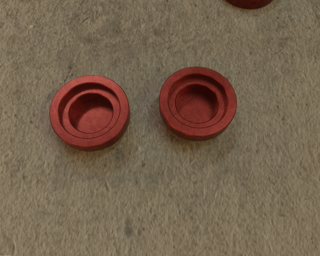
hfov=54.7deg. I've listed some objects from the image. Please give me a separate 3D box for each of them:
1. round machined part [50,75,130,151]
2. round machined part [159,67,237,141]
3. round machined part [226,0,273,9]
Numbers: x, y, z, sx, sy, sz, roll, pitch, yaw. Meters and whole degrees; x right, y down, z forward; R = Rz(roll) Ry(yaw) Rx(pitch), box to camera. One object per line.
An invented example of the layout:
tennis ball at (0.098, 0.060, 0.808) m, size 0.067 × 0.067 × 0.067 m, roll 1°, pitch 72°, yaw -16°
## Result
round machined part at (-0.088, -0.016, 0.404) m, size 0.099 × 0.042 × 0.098 m, roll 0°, pitch 70°, yaw -1°
round machined part at (0.048, -0.029, 0.410) m, size 0.099 × 0.042 × 0.098 m, roll 0°, pitch 70°, yaw -1°
round machined part at (0.144, -0.241, 0.489) m, size 0.099 × 0.042 × 0.098 m, roll 0°, pitch 70°, yaw -1°
